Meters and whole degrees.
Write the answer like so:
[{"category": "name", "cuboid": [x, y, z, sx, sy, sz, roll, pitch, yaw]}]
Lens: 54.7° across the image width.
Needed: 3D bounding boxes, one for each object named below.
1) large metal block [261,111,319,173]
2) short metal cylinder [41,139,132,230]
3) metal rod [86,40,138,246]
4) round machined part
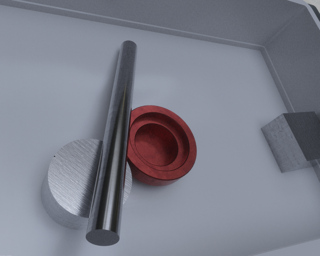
[{"category": "large metal block", "cuboid": [0.224, 0.022, 0.500, 0.081, 0.050, 0.080, -4, 64, -31]}, {"category": "short metal cylinder", "cuboid": [-0.075, 0.057, 0.315, 0.081, 0.050, 0.080, 14, 56, -21]}, {"category": "metal rod", "cuboid": [-0.044, -0.018, 0.343, 0.025, 0.025, 0.300, 20, 39, -17]}, {"category": "round machined part", "cuboid": [-0.008, 0.024, 0.377, 0.099, 0.042, 0.098, 14, 56, -21]}]
